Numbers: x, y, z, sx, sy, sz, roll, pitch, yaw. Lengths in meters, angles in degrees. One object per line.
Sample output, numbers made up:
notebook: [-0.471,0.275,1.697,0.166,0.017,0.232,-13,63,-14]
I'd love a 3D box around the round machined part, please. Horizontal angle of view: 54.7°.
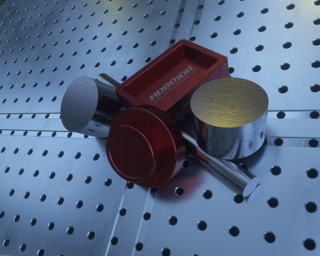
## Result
round machined part: [-0.024,0.025,0.360,0.098,0.042,0.097,11,110,31]

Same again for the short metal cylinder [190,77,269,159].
short metal cylinder: [0.077,-0.012,0.344,0.080,0.050,0.080,-7,45,7]

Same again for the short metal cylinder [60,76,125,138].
short metal cylinder: [-0.097,-0.029,0.446,0.080,0.050,0.080,-11,72,36]

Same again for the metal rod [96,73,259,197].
metal rod: [0.000,-0.009,0.414,0.025,0.025,0.300,-49,51,-6]

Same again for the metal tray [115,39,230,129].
metal tray: [0.017,-0.061,0.415,0.131,0.030,0.090,-40,50,-17]
